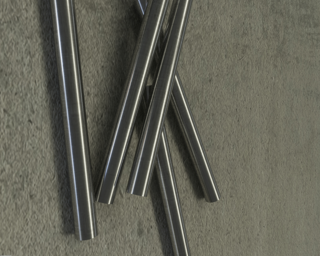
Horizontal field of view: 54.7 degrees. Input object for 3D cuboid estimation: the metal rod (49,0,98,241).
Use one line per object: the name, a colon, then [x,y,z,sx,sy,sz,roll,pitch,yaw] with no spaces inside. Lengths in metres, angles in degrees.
metal rod: [-0.092,-0.031,0.326,0.025,0.025,0.298,-8,95,-40]

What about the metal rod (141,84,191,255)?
metal rod: [0.013,0.091,0.415,0.025,0.025,0.298,-19,102,-38]

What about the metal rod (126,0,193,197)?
metal rod: [0.007,-0.068,0.376,0.025,0.025,0.299,22,77,-38]

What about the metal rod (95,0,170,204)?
metal rod: [-0.026,-0.061,0.361,0.025,0.025,0.299,18,85,-39]

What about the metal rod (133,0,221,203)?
metal rod: [0.029,-0.027,0.428,0.025,0.025,0.299,-33,111,-35]
